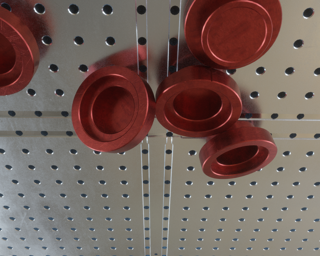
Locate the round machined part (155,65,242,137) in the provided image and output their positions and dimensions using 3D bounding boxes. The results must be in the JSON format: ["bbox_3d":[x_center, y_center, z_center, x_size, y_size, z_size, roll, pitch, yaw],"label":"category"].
[{"bbox_3d":[0.044,-0.035,0.363,0.098,0.042,0.098,2,142,2],"label":"round machined part"}]

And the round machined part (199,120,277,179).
[{"bbox_3d":[0.100,0.027,0.413,0.099,0.042,0.098,-8,145,-5],"label":"round machined part"}]

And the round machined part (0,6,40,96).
[{"bbox_3d":[-0.177,-0.086,0.326,0.099,0.042,0.097,0,130,0],"label":"round machined part"}]

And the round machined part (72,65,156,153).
[{"bbox_3d":[-0.049,-0.019,0.360,0.098,0.098,0.042,-23,163,18],"label":"round machined part"}]

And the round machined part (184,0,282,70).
[{"bbox_3d":[0.074,-0.102,0.314,0.099,0.042,0.097,0,130,0],"label":"round machined part"}]
